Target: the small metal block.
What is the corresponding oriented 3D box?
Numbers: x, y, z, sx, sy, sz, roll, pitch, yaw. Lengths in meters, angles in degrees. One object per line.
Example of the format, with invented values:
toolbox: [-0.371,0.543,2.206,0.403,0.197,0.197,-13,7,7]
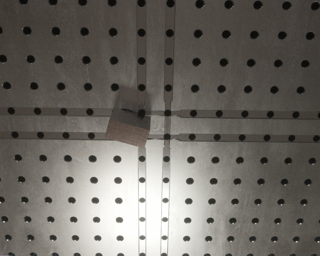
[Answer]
small metal block: [-0.040,-0.001,0.399,0.050,0.050,0.025,16,109,-6]
